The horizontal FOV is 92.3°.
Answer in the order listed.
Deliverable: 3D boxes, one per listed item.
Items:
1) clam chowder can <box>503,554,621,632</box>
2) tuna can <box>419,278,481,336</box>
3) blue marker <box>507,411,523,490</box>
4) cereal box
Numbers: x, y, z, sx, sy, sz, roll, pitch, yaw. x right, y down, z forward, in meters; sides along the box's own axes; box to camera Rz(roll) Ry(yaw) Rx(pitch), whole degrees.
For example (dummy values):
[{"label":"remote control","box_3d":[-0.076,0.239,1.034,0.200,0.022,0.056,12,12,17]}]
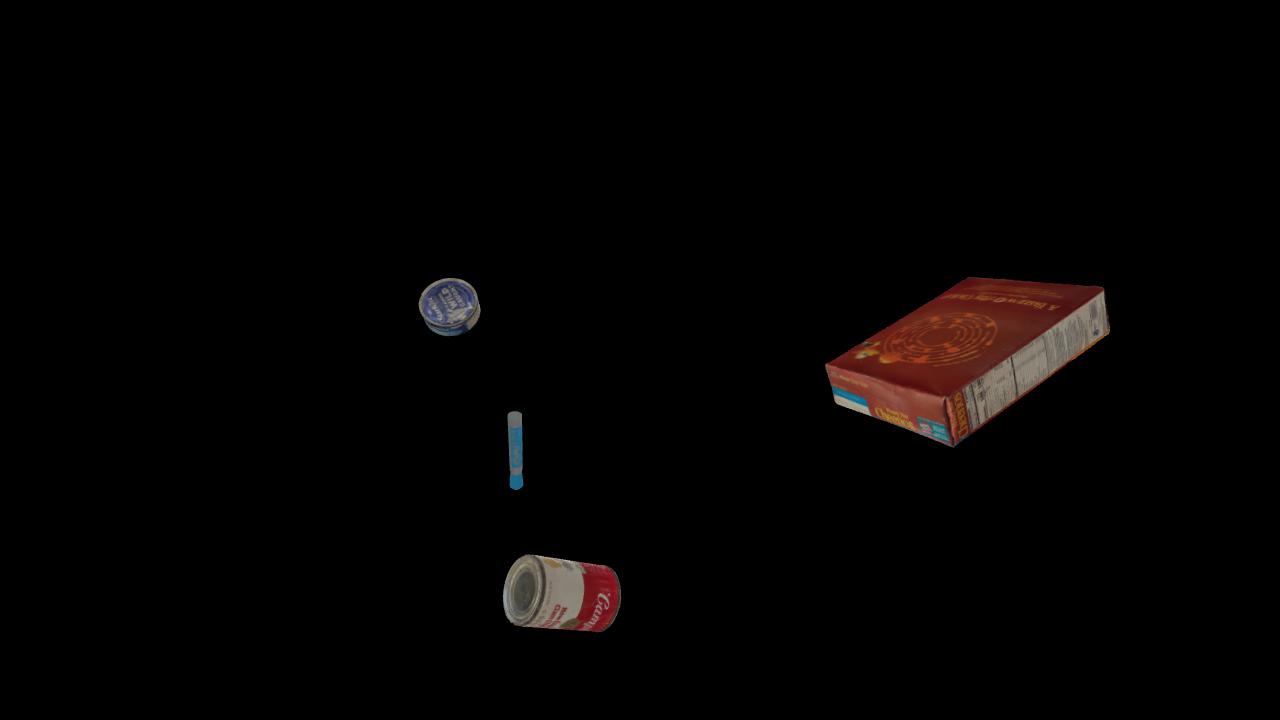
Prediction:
[{"label":"clam chowder can","box_3d":[-0.079,0.237,0.625,0.102,0.068,0.068,25,-16,-38]},{"label":"tuna can","box_3d":[-0.279,-0.077,0.905,0.084,0.084,0.034,0,-29,-5]},{"label":"blue marker","box_3d":[-0.167,0.125,0.826,0.020,0.121,0.020,4,27,-2]},{"label":"cereal box","box_3d":[0.438,-0.013,0.839,0.306,0.081,0.203,-30,21,-17]}]
